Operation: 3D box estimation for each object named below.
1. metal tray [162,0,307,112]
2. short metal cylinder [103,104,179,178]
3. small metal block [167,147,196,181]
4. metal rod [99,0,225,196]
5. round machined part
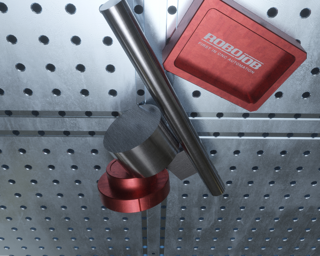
[{"bbox_3d":[0.079,-0.080,0.341,0.131,0.030,0.089,23,126,-19],"label":"metal tray"},{"bbox_3d":[-0.023,0.016,0.389,0.080,0.080,0.050,-22,127,17],"label":"short metal cylinder"},{"bbox_3d":[0.036,0.044,0.450,0.050,0.025,0.050,-31,124,23],"label":"small metal block"},{"bbox_3d":[0.021,-0.011,0.367,0.025,0.025,0.299,-20,129,16],"label":"metal rod"},{"bbox_3d":[-0.037,0.069,0.425,0.099,0.098,0.042,-5,113,3],"label":"round machined part"}]
